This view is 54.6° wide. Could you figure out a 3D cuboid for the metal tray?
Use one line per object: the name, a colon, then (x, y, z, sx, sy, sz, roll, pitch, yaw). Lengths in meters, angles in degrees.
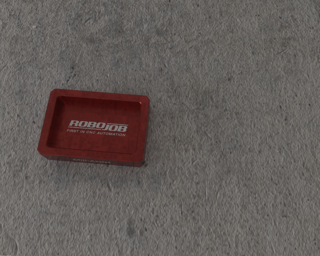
metal tray: (-0.082, -0.001, 0.405, 0.131, 0.030, 0.090, 5, 70, 1)
